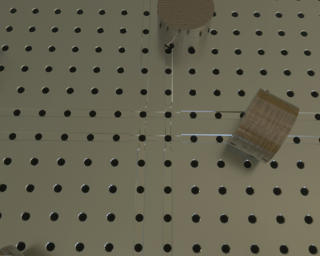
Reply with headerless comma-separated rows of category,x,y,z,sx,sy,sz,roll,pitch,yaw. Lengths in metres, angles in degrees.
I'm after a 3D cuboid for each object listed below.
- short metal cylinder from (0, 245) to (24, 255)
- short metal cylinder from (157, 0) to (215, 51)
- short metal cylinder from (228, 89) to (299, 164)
short metal cylinder,-0.166,0.170,0.318,0.050,0.080,0.080,37,74,12
short metal cylinder,0.036,-0.163,0.458,0.081,0.050,0.080,0,70,0
short metal cylinder,0.127,-0.003,0.385,0.050,0.080,0.080,30,73,10
